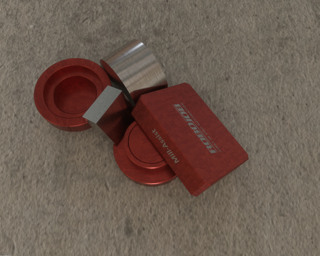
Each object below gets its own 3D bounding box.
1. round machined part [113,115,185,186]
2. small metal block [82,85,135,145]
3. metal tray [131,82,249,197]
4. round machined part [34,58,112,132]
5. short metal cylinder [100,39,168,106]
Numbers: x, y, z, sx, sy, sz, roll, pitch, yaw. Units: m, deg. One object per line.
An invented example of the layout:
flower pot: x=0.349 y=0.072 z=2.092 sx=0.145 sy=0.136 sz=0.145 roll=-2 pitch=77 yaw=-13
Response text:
round machined part: x=-0.010 y=0.022 z=0.392 sx=0.099 sy=0.042 sz=0.098 roll=0 pitch=70 yaw=-1
small metal block: x=-0.059 y=-0.015 z=0.382 sx=0.025 sy=0.050 sz=0.050 roll=23 pitch=69 yaw=34
metal tray: x=0.037 y=0.008 z=0.381 sx=0.091 sy=0.030 sz=0.130 roll=-22 pitch=68 yaw=-42
round machined part: x=-0.111 y=-0.040 z=0.414 sx=0.099 sy=0.042 sz=0.098 roll=0 pitch=70 yaw=-1
short metal cylinder: x=-0.034 y=-0.068 z=0.405 sx=0.050 sy=0.080 sz=0.080 roll=-36 pitch=74 yaw=-12
